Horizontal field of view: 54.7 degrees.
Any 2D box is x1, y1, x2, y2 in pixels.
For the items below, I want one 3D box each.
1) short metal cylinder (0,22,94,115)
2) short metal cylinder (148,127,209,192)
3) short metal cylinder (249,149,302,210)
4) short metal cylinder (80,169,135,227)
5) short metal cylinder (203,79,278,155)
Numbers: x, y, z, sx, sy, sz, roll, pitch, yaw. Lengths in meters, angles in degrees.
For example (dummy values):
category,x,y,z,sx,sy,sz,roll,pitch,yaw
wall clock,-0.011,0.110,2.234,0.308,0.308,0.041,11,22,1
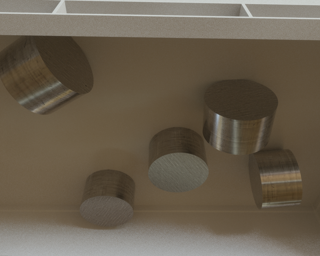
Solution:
category,x,y,z,sx,sy,sz,roll,pitch,yaw
short metal cylinder,-0.115,-0.060,0.320,0.050,0.080,0.080,-26,126,20
short metal cylinder,0.024,0.045,0.431,0.081,0.050,0.079,0,130,0
short metal cylinder,0.160,0.072,0.437,0.050,0.080,0.080,-6,130,5
short metal cylinder,-0.080,0.111,0.486,0.081,0.050,0.079,0,130,0
short metal cylinder,0.091,-0.015,0.362,0.081,0.080,0.050,-2,130,1
